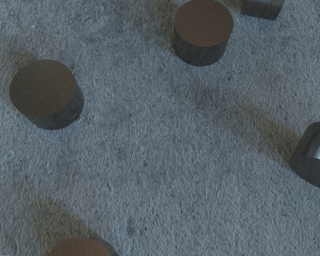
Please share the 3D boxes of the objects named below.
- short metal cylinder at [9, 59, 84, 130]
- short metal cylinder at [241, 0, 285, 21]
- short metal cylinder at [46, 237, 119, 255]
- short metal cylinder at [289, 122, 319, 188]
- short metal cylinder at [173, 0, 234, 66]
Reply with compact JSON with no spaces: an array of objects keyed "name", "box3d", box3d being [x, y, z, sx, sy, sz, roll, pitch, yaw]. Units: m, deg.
[{"name":"short metal cylinder","box3d":[-0.147,-0.043,0.409,0.081,0.050,0.080,0,70,0]},{"name":"short metal cylinder","box3d":[0.155,-0.203,0.454,0.050,0.080,0.080,14,71,5]},{"name":"short metal cylinder","box3d":[-0.084,0.161,0.335,0.081,0.050,0.080,0,70,0]},{"name":"short metal cylinder","box3d":[0.204,0.036,0.367,0.080,0.080,0.050,32,73,11]},{"name":"short metal cylinder","box3d":[0.060,-0.136,0.445,0.081,0.050,0.080,0,70,0]}]
